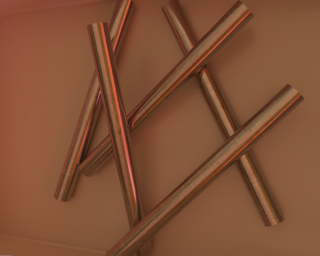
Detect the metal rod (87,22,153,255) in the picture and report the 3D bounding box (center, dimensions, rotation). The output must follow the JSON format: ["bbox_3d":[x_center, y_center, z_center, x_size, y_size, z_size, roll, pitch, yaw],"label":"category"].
[{"bbox_3d":[-0.048,0.022,0.392,0.025,0.025,0.298,-7,101,20],"label":"metal rod"}]

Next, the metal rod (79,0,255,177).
[{"bbox_3d":[-0.006,-0.035,0.393,0.299,0.025,0.025,-44,77,22],"label":"metal rod"}]

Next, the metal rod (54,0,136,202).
[{"bbox_3d":[-0.096,-0.035,0.444,0.025,0.025,0.298,22,97,18],"label":"metal rod"}]

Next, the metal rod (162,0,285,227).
[{"bbox_3d":[0.074,-0.025,0.384,0.025,0.025,0.299,-27,81,18],"label":"metal rod"}]

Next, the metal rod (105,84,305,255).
[{"bbox_3d":[0.043,0.065,0.365,0.299,0.025,0.025,-45,76,12],"label":"metal rod"}]
